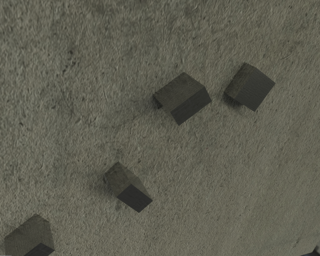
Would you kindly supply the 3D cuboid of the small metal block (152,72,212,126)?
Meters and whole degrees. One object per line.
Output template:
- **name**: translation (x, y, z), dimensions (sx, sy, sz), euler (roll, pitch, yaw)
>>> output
- **small metal block**: translation (0.026, -0.037, 0.382), dimensions (0.050, 0.050, 0.025), euler (-37, 129, -4)

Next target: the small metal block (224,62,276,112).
- **small metal block**: translation (0.128, -0.058, 0.441), dimensions (0.050, 0.025, 0.050), euler (24, 105, -37)

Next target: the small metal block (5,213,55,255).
- **small metal block**: translation (-0.165, 0.146, 0.391), dimensions (0.050, 0.050, 0.025), euler (-38, 129, -3)

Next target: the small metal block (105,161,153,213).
- **small metal block**: translation (-0.042, 0.079, 0.417), dimensions (0.025, 0.050, 0.050), euler (-42, 130, 1)
